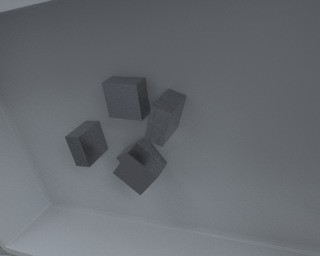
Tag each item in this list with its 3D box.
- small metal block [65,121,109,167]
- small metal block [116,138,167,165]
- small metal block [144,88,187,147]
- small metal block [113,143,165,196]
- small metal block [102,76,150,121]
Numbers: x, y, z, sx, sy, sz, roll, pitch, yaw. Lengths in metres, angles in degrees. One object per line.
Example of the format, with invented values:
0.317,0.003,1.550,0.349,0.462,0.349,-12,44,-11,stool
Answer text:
-0.108,0.023,0.461,0.025,0.050,0.050,1,119,27,small metal block
-0.027,0.047,0.450,0.050,0.025,0.050,-30,102,37,small metal block
0.007,-0.013,0.380,0.025,0.050,0.050,24,127,13,small metal block
-0.029,0.057,0.426,0.050,0.025,0.050,39,129,1,small metal block
-0.043,-0.039,0.406,0.050,0.025,0.050,6,121,24,small metal block
